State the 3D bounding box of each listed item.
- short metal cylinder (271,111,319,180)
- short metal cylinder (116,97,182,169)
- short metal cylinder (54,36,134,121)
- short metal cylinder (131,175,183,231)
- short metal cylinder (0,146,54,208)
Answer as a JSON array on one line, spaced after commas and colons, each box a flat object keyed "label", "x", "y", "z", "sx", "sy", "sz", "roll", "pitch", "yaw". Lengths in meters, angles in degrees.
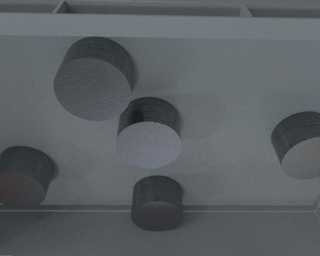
[{"label": "short metal cylinder", "x": 0.197, "y": 0.024, "z": 0.417, "sx": 0.081, "sy": 0.050, "sz": 0.079, "roll": 0, "pitch": 130, "yaw": 0}, {"label": "short metal cylinder", "x": -0.014, "y": 0.007, "z": 0.398, "sx": 0.081, "sy": 0.050, "sz": 0.079, "roll": 0, "pitch": 130, "yaw": 0}, {"label": "short metal cylinder", "x": -0.071, "y": -0.054, "z": 0.346, "sx": 0.081, "sy": 0.050, "sz": 0.079, "roll": 0, "pitch": 130, "yaw": 0}, {"label": "short metal cylinder", "x": -0.004, "y": 0.121, "z": 0.496, "sx": 0.081, "sy": 0.050, "sz": 0.079, "roll": 0, "pitch": 130, "yaw": 0}, {"label": "short metal cylinder", "x": -0.201, "y": 0.072, "z": 0.451, "sx": 0.081, "sy": 0.050, "sz": 0.079, "roll": 0, "pitch": 130, "yaw": 0}]
